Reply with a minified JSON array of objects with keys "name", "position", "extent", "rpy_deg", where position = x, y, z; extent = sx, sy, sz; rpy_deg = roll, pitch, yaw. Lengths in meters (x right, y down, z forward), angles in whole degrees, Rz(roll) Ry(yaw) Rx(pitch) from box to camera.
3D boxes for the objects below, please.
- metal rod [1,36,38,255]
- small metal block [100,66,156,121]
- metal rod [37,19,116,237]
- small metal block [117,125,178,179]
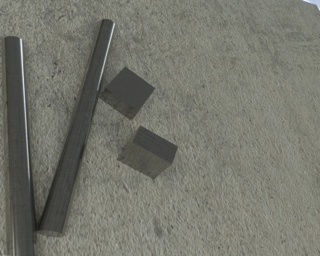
[{"name":"metal rod","position":[-0.141,0.030,0.309],"extent":[0.025,0.025,0.299],"rpy_deg":[0,62,-29]},{"name":"small metal block","position":[-0.042,-0.046,0.411],"extent":[0.050,0.025,0.050],"rpy_deg":[36,51,-5]},{"name":"metal rod","position":[-0.090,-0.025,0.371],"extent":[0.025,0.025,0.300],"rpy_deg":[18,54,-18]},{"name":"small metal block","position":[-0.015,0.030,0.363],"extent":[0.050,0.050,0.025],"rpy_deg":[30,52,-10]}]
